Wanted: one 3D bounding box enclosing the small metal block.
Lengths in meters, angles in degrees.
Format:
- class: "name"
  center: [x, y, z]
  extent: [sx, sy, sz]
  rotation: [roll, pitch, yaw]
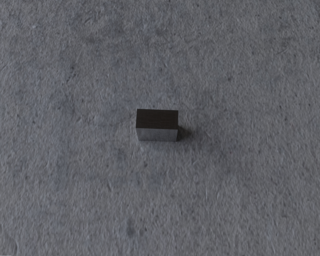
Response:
- class: "small metal block"
  center: [-0.003, -0.002, 0.396]
  extent: [0.050, 0.050, 0.025]
  rotation: [2, 70, 1]
